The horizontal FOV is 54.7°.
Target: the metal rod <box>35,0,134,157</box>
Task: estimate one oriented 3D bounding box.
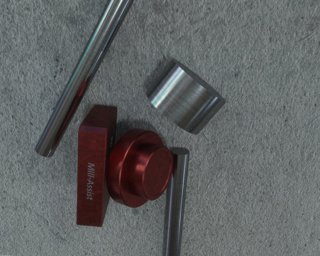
[{"bbox_3d":[-0.081,-0.089,0.376,0.025,0.025,0.298,29,107,-10],"label":"metal rod"}]

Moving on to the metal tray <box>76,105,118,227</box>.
[{"bbox_3d":[-0.078,0.045,0.390,0.030,0.090,0.129,6,110,-2],"label":"metal tray"}]

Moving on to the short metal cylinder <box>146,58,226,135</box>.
[{"bbox_3d":[0.031,-0.037,0.367,0.080,0.080,0.050,36,106,-12],"label":"short metal cylinder"}]

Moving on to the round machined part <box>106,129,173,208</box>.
[{"bbox_3d":[-0.019,0.052,0.387,0.042,0.099,0.097,11,114,30],"label":"round machined part"}]

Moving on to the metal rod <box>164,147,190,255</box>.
[{"bbox_3d":[0.020,0.171,0.472,0.025,0.025,0.298,3,110,-1],"label":"metal rod"}]
